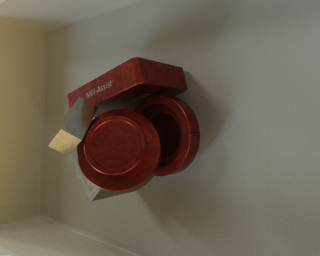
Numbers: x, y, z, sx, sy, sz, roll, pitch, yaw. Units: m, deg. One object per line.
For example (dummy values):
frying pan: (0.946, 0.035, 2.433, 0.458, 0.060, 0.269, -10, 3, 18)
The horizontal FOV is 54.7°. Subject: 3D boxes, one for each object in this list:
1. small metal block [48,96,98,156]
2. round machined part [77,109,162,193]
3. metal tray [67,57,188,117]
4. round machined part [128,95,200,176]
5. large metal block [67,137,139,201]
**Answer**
small metal block: (-0.103, -0.002, 0.367, 0.050, 0.025, 0.050, -37, 28, 47)
round machined part: (-0.048, 0.023, 0.356, 0.099, 0.042, 0.098, -1, 72, 4)
metal tray: (-0.043, -0.045, 0.395, 0.130, 0.091, 0.030, -19, 79, 38)
round machined part: (0.009, 0.009, 0.386, 0.098, 0.042, 0.097, 0, 90, 39)
large metal block: (-0.067, 0.045, 0.423, 0.050, 0.081, 0.080, -51, 60, 27)
